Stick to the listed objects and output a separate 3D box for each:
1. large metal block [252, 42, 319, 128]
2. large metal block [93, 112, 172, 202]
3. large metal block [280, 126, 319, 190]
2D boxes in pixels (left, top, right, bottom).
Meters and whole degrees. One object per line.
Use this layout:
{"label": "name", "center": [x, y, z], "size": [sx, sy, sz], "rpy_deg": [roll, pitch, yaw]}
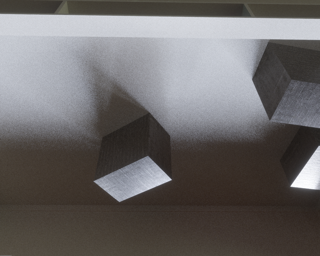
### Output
{"label": "large metal block", "center": [0.156, -0.046, 0.335], "size": [0.081, 0.080, 0.050], "rpy_deg": [8, 130, -7]}
{"label": "large metal block", "center": [-0.033, 0.038, 0.405], "size": [0.080, 0.080, 0.050], "rpy_deg": [-27, 125, 21]}
{"label": "large metal block", "center": [0.228, 0.041, 0.429], "size": [0.081, 0.050, 0.079], "rpy_deg": [7, 130, -7]}
